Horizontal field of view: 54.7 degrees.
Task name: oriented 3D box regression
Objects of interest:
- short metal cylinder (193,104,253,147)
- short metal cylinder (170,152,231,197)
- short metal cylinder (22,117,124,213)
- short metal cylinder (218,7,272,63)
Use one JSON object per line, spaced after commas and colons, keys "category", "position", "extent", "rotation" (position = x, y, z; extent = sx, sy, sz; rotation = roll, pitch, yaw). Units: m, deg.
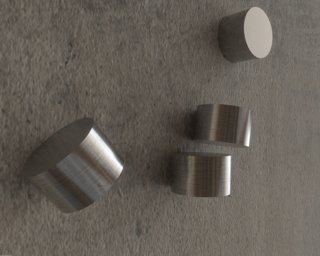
{"category": "short metal cylinder", "position": [0.090, -0.002, 0.447], "extent": [0.081, 0.080, 0.050], "rotation": [13, 82, -40]}
{"category": "short metal cylinder", "position": [0.055, 0.060, 0.418], "extent": [0.081, 0.080, 0.050], "rotation": [2, 89, -40]}
{"category": "short metal cylinder", "position": [-0.083, 0.034, 0.301], "extent": [0.080, 0.080, 0.050], "rotation": [-49, 120, -29]}
{"category": "short metal cylinder", "position": [0.141, -0.151, 0.509], "extent": [0.081, 0.050, 0.079], "rotation": [0, 90, -40]}
